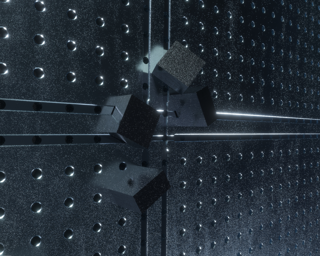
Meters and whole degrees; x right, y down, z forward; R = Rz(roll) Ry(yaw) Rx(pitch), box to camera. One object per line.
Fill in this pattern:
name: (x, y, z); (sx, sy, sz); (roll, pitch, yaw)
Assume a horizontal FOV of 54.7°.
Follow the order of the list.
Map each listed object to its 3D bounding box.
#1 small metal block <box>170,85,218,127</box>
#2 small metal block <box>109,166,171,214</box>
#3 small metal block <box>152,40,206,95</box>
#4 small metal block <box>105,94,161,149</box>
small metal block: (0.048, -0.030, 0.435); (0.025, 0.050, 0.050); (-34, 112, -35)
small metal block: (-0.024, 0.073, 0.375); (0.050, 0.050, 0.025); (-36, 113, -34)
small metal block: (0.026, -0.081, 0.419); (0.050, 0.025, 0.050); (36, 64, -2)
small metal block: (-0.032, -0.007, 0.384); (0.050, 0.025, 0.050); (31, 71, -36)
